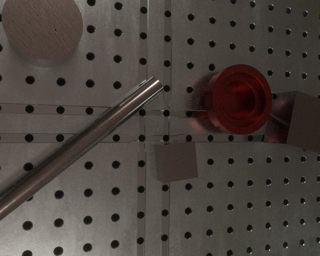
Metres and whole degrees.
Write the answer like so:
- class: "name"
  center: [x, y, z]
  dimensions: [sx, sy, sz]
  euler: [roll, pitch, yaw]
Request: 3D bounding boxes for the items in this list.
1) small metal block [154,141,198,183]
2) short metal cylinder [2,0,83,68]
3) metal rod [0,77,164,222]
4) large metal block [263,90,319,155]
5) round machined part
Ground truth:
- class: "small metal block"
  center: [0.022, 0.045, 0.422]
  dimensions: [0.050, 0.025, 0.050]
  euler: [-6, 92, -20]
- class: "short metal cylinder"
  center: [-0.131, -0.113, 0.351]
  dimensions: [0.081, 0.050, 0.079]
  euler: [0, 90, -21]
- class: "metal rod"
  center: [-0.114, 0.035, 0.370]
  dimensions: [0.301, 0.025, 0.025]
  euler: [-40, 103, -16]
- class: "large metal block"
  center: [0.217, -0.006, 0.482]
  dimensions: [0.081, 0.050, 0.080]
  euler: [15, 85, -20]
- class: "round machined part"
  center: [0.108, -0.039, 0.445]
  dimensions: [0.099, 0.042, 0.097]
  euler: [0, 90, -21]
